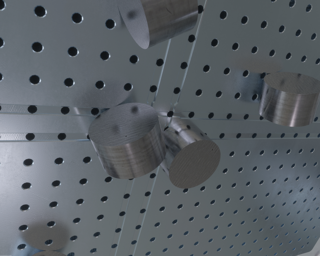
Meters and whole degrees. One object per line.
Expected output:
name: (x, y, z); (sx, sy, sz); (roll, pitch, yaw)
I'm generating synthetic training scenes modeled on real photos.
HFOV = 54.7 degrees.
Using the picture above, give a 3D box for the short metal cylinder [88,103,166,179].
short metal cylinder: (-0.037, 0.013, 0.364); (0.081, 0.080, 0.050); (-24, 128, -14)

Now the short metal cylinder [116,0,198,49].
short metal cylinder: (-0.007, -0.123, 0.296); (0.050, 0.080, 0.080); (-26, 128, -12)

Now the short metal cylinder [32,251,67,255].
short metal cylinder: (-0.156, 0.218, 0.425); (0.081, 0.080, 0.050); (17, 110, -35)

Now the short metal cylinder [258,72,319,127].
short metal cylinder: (0.189, -0.044, 0.451); (0.081, 0.080, 0.050); (-13, 124, -21)

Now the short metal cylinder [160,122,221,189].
short metal cylinder: (0.038, 0.039, 0.439); (0.081, 0.050, 0.079); (-14, 124, -21)
